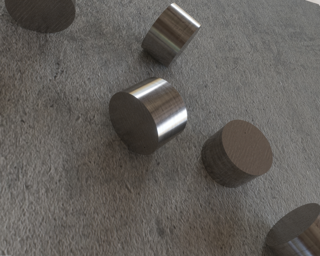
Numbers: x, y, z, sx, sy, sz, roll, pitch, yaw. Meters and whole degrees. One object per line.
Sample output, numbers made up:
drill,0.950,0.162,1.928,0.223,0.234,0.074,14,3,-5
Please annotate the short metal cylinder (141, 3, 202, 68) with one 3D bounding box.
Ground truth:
short metal cylinder,0.017,-0.136,0.460,0.050,0.080,0.080,39,51,-2

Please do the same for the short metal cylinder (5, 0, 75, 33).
short metal cylinder,-0.148,-0.167,0.391,0.081,0.080,0.050,7,59,-25

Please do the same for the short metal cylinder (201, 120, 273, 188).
short metal cylinder,0.104,0.035,0.422,0.081,0.050,0.080,14,56,-21

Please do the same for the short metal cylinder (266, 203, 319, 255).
short metal cylinder,0.180,0.138,0.381,0.081,0.080,0.050,-34,81,-38

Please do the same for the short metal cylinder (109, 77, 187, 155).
short metal cylinder,-0.015,-0.015,0.369,0.050,0.080,0.080,-33,80,-38
